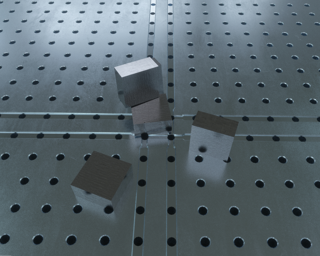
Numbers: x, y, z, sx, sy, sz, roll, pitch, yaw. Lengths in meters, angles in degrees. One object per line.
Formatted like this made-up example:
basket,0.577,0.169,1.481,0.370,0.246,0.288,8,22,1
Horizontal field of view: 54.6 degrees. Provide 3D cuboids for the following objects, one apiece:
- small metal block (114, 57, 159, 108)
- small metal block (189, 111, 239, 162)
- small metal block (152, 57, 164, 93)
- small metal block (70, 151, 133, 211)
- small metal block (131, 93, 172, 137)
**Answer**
small metal block,-0.029,-0.060,0.409,0.050,0.050,0.025,-21,48,-19
small metal block,0.065,0.011,0.383,0.050,0.050,0.025,16,52,13
small metal block,-0.024,-0.068,0.446,0.050,0.050,0.025,-19,42,-15
small metal block,-0.065,0.060,0.357,0.050,0.025,0.050,18,52,14
small metal block,-0.013,-0.018,0.423,0.050,0.025,0.050,-7,51,-6
